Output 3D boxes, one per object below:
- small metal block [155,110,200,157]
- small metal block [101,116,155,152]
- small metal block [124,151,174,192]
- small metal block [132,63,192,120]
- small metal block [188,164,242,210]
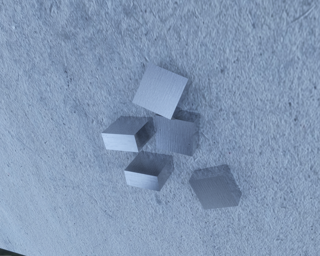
[{"bbox_3d":[0.023,0.004,0.398,0.050,0.025,0.050,12,124,21],"label":"small metal block"},{"bbox_3d":[-0.041,0.007,0.417,0.050,0.050,0.025,3,120,27],"label":"small metal block"},{"bbox_3d":[-0.014,0.059,0.435,0.050,0.050,0.025,7,121,25],"label":"small metal block"},{"bbox_3d":[0.003,-0.043,0.365,0.050,0.025,0.050,25,97,12],"label":"small metal block"},{"bbox_3d":[0.075,0.080,0.417,0.050,0.025,0.050,-18,109,35],"label":"small metal block"}]
